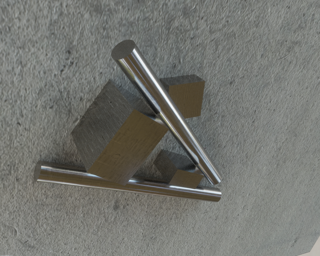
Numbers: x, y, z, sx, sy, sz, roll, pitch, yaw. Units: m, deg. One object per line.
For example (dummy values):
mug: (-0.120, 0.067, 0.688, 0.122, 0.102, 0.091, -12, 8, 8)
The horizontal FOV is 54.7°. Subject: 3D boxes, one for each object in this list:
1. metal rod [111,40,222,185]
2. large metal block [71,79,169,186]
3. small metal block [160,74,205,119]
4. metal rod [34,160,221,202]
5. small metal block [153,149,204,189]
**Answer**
metal rod: (0.028, 0.005, 0.397, 0.025, 0.025, 0.300, -40, 139, -1)
large metal block: (-0.048, 0.004, 0.348, 0.050, 0.080, 0.080, 30, 101, -38)
small metal block: (0.027, -0.039, 0.399, 0.050, 0.025, 0.050, -11, 123, -23)
metal rod: (-0.023, 0.083, 0.446, 0.302, 0.025, 0.025, 15, 110, -35)
small metal block: (0.026, 0.059, 0.443, 0.050, 0.050, 0.025, 18, 109, -36)
